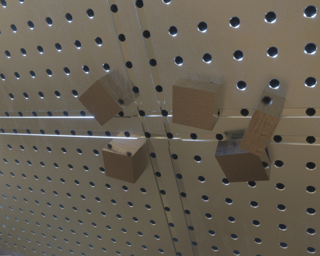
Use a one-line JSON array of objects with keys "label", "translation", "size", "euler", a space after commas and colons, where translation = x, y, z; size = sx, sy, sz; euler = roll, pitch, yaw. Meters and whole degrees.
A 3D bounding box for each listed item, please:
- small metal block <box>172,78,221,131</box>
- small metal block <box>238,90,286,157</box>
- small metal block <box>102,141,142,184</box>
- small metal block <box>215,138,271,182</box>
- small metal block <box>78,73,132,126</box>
[{"label": "small metal block", "translation": [0.043, -0.029, 0.370], "size": [0.050, 0.025, 0.050], "euler": [13, 124, 21]}, {"label": "small metal block", "translation": [0.110, -0.006, 0.333], "size": [0.025, 0.050, 0.050], "euler": [23, 127, 14]}, {"label": "small metal block", "translation": [-0.057, 0.052, 0.472], "size": [0.050, 0.025, 0.050], "euler": [11, 123, 21]}, {"label": "small metal block", "translation": [0.101, 0.039, 0.374], "size": [0.050, 0.025, 0.050], "euler": [-10, 128, 32]}, {"label": "small metal block", "translation": [-0.076, -0.038, 0.426], "size": [0.050, 0.025, 0.050], "euler": [-33, 101, 38]}]
